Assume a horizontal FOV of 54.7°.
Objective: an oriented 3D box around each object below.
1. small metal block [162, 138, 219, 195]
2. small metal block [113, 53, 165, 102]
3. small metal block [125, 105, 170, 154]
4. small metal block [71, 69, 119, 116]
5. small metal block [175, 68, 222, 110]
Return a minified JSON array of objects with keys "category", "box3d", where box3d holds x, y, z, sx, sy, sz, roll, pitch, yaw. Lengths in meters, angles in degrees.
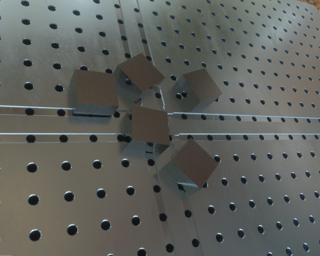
[{"category":"small metal block","box3d":[0.040,0.049,0.401,0.050,0.025,0.050,44,51,2]},{"category":"small metal block","box3d":[-0.030,-0.072,0.437,0.050,0.025,0.050,47,51,4]},{"category":"small metal block","box3d":[-0.017,0.002,0.399,0.050,0.025,0.050,10,57,-23]},{"category":"small metal block","box3d":[-0.083,-0.044,0.391,0.050,0.025,0.050,2,61,-28]},{"category":"small metal block","box3d":[0.060,-0.061,0.479,0.050,0.025,0.050,-22,74,-36]}]
